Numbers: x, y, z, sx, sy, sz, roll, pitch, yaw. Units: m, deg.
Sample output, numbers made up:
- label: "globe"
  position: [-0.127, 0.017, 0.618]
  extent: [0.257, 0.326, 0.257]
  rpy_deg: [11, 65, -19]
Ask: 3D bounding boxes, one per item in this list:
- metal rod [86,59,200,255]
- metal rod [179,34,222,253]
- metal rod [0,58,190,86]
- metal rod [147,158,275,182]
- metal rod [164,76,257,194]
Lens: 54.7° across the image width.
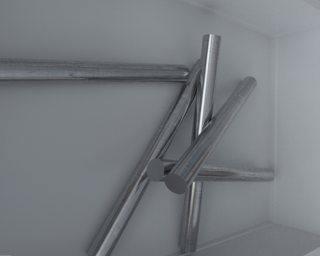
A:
- label: "metal rod"
  position: [-0.003, 0.026, 0.403]
  extent: [0.025, 0.025, 0.300]
  rpy_deg: [44, 63, -31]
- label: "metal rod"
  position: [0.055, 0.024, 0.431]
  extent: [0.025, 0.025, 0.298]
  rpy_deg: [3, 95, -40]
- label: "metal rod"
  position: [-0.083, -0.060, 0.336]
  extent: [0.302, 0.025, 0.025]
  rpy_deg: [-8, 95, -40]
- label: "metal rod"
  position: [0.094, 0.065, 0.442]
  extent: [0.302, 0.025, 0.025]
  rpy_deg: [11, 83, -48]
- label: "metal rod"
  position: [0.086, -0.011, 0.423]
  extent: [0.302, 0.025, 0.025]
  rpy_deg: [-44, 118, -50]
